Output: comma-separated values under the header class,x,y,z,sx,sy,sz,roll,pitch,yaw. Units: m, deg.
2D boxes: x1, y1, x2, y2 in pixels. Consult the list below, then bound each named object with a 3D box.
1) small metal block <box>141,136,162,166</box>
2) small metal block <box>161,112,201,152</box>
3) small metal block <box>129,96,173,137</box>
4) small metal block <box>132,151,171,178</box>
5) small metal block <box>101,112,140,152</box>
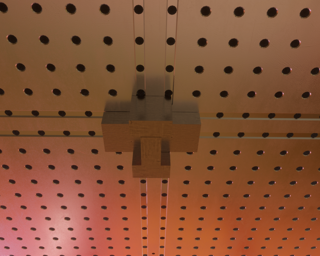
class,x,y,z,sx,sy,sz,roll,pitch,yaw
small metal block,-0.011,0.014,0.406,0.025,0.050,0.050,1,130,-1
small metal block,0.026,0.006,0.417,0.050,0.025,0.050,1,130,-1
small metal block,-0.011,-0.015,0.382,0.050,0.050,0.025,1,130,-1
small metal block,-0.012,0.042,0.431,0.050,0.050,0.025,1,130,-1
small metal block,-0.049,0.006,0.415,0.050,0.025,0.050,0,130,-1
